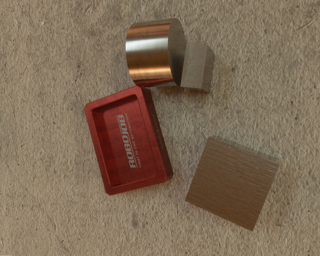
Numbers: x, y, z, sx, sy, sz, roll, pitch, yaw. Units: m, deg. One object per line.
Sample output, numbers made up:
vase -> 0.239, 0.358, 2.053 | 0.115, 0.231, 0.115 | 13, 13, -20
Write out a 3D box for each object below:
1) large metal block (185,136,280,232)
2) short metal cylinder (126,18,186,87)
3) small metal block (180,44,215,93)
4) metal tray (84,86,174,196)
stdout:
large metal block -> 0.086, 0.061, 0.365 | 0.080, 0.050, 0.080 | 21, 97, 18
short metal cylinder -> -0.001, -0.091, 0.380 | 0.050, 0.080, 0.080 | 0, 90, 20
small metal block -> 0.048, -0.071, 0.379 | 0.025, 0.050, 0.050 | 9, 93, 20
metal tray -> -0.043, 0.017, 0.421 | 0.090, 0.030, 0.129 | -18, 84, 19
